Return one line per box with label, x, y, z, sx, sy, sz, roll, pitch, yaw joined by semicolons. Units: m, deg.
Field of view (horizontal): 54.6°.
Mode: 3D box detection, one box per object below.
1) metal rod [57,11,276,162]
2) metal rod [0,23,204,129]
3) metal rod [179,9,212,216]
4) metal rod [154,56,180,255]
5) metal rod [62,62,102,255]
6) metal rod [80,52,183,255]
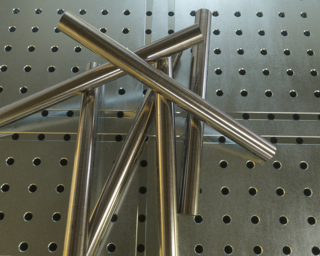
metal rod;0.016;-0.045;0.379;0.301;0.025;0.025;32;72;-9
metal rod;-0.089;-0.063;0.400;0.301;0.025;0.025;-22;71;5
metal rod;0.050;-0.035;0.424;0.025;0.025;0.299;6;70;2
metal rod;0.008;0.044;0.380;0.025;0.025;0.299;-1;76;-1
metal rod;-0.093;0.048;0.377;0.025;0.025;0.299;0;64;0
metal rod;-0.033;0.016;0.405;0.025;0.025;0.300;20;71;7
